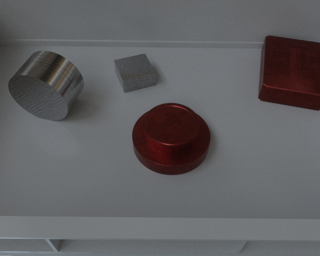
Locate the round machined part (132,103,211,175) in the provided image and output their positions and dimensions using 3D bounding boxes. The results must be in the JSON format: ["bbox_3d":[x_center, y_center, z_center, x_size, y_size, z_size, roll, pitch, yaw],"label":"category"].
[{"bbox_3d":[0.014,0.006,0.389,0.099,0.042,0.098,0,50,0],"label":"round machined part"}]

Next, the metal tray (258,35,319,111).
[{"bbox_3d":[0.204,-0.089,0.480,0.090,0.030,0.130,11,51,9],"label":"metal tray"}]

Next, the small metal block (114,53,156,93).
[{"bbox_3d":[-0.039,-0.085,0.476,0.050,0.025,0.050,-16,52,-13],"label":"small metal block"}]

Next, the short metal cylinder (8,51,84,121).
[{"bbox_3d":[-0.150,-0.055,0.414,0.080,0.080,0.050,12,51,9],"label":"short metal cylinder"}]
